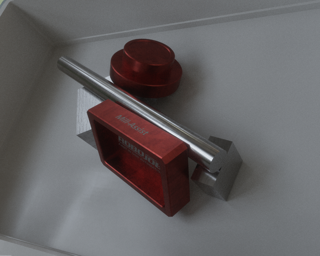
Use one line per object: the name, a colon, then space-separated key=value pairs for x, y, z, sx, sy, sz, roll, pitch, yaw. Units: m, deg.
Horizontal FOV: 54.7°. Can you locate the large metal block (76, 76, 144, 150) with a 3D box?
large metal block: x=-0.068 y=-0.025 z=0.437 sx=0.080 sy=0.050 sz=0.080 roll=-20 pitch=54 yaw=16

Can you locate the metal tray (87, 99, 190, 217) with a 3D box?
metal tray: x=-0.026 y=0.031 z=0.351 sx=0.030 sy=0.089 sz=0.130 roll=-34 pitch=46 yaw=-30

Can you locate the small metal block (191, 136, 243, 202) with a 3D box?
small metal block: x=0.062 y=0.044 z=0.328 sx=0.025 sy=0.050 sz=0.050 roll=15 pitch=70 yaw=34

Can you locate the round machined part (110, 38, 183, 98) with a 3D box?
round machined part: x=-0.017 y=-0.087 z=0.420 sx=0.099 sy=0.042 sz=0.098 roll=8 pitch=42 yaw=-7

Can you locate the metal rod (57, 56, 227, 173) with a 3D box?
metal rod: x=-0.045 y=-0.033 z=0.381 sx=0.300 sy=0.025 sz=0.025 roll=33 pitch=80 yaw=38
